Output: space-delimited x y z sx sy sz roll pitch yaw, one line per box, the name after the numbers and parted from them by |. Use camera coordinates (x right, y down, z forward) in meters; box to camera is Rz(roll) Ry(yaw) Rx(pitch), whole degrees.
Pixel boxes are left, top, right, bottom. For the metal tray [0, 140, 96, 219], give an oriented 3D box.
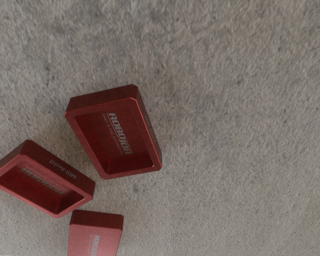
-0.176 0.083 0.471 0.090 0.030 0.130 -33 124 24 | metal tray

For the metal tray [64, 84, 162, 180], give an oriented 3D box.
-0.056 0.011 0.412 0.090 0.030 0.129 -11 130 9 | metal tray

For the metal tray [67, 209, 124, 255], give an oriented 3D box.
-0.122 0.206 0.578 0.091 0.030 0.129 9 130 -9 | metal tray
